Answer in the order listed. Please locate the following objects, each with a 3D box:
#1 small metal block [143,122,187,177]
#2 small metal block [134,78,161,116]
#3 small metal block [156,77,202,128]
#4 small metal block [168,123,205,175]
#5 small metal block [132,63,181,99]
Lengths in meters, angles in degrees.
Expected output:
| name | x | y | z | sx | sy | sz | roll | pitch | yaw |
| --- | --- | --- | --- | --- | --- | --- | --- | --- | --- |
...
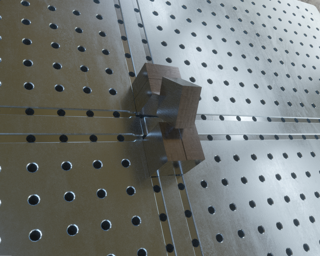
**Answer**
| name | x | y | z | sx | sy | sz | roll | pitch | yaw |
| --- | --- | --- | --- | --- | --- | --- | --- | --- | --- |
| small metal block | 0.004 | 0.027 | 0.379 | 0.025 | 0.050 | 0.050 | 1 | 61 | -28 |
| small metal block | 0.000 | -0.039 | 0.417 | 0.050 | 0.050 | 0.025 | 2 | 61 | -28 |
| small metal block | 0.021 | -0.031 | 0.371 | 0.025 | 0.050 | 0.050 | 0 | 19 | -28 |
| small metal block | 0.027 | 0.026 | 0.391 | 0.025 | 0.050 | 0.050 | 1 | 61 | -28 |
| small metal block | -0.005 | -0.062 | 0.428 | 0.050 | 0.050 | 0.025 | 2 | 61 | -28 |
